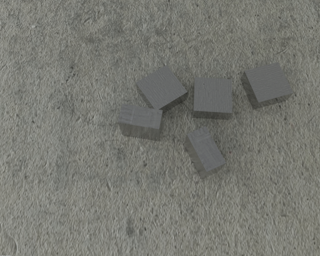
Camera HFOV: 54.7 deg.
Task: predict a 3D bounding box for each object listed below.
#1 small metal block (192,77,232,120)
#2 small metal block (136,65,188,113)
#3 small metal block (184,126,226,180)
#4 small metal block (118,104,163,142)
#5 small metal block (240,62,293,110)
[{"bbox_3d":[0.071,-0.040,0.423,0.050,0.025,0.050,4,70,1],"label":"small metal block"},{"bbox_3d":[0.002,-0.050,0.426,0.050,0.025,0.050,-32,73,-11],"label":"small metal block"},{"bbox_3d":[0.054,0.032,0.383,0.025,0.050,0.050,-24,72,-8],"label":"small metal block"},{"bbox_3d":[-0.024,-0.006,0.397,0.050,0.050,0.025,10,71,3],"label":"small metal block"},{"bbox_3d":[0.147,-0.058,0.430,0.050,0.025,0.050,-15,71,-6],"label":"small metal block"}]
